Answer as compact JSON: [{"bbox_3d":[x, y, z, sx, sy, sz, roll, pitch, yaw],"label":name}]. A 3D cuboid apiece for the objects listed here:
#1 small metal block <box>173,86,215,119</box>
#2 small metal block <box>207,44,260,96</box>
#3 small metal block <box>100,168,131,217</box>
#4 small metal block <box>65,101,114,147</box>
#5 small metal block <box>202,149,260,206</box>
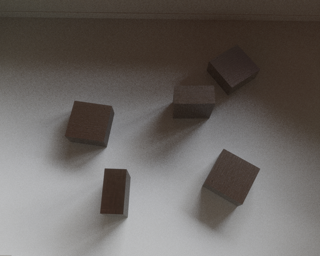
[{"bbox_3d":[0.043,-0.033,0.409,0.050,0.050,0.025,0,70,0],"label":"small metal block"},{"bbox_3d":[0.103,-0.083,0.440,0.050,0.025,0.050,-33,73,-11],"label":"small metal block"},{"bbox_3d":[-0.051,0.078,0.367,0.025,0.050,0.050,2,70,1],"label":"small metal block"},{"bbox_3d":[-0.092,-0.005,0.411,0.050,0.025,0.050,8,70,3],"label":"small metal block"},{"bbox_3d":[0.088,0.062,0.387,0.050,0.025,0.050,29,73,10],"label":"small metal block"}]
